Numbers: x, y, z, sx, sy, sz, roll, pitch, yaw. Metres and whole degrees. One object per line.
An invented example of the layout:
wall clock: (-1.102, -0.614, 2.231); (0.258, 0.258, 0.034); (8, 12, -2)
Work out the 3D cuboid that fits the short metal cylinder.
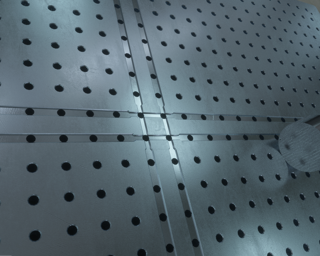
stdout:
short metal cylinder: (0.238, 0.023, 0.490); (0.050, 0.080, 0.080); (-19, 72, -35)
